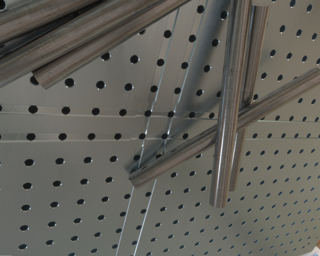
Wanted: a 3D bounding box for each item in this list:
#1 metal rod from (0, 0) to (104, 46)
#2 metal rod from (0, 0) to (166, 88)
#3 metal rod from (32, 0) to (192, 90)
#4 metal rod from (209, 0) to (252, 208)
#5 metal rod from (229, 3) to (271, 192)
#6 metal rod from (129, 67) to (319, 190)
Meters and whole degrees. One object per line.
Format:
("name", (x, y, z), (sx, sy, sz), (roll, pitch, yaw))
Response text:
("metal rod", (-0.061, -0.132, 0.295), (0.301, 0.025, 0.025), (-28, 128, -11))
("metal rod", (-0.059, -0.103, 0.296), (0.301, 0.025, 0.025), (-29, 129, -3))
("metal rod", (0.003, -0.131, 0.326), (0.301, 0.025, 0.025), (-33, 129, -5))
("metal rod", (0.089, -0.036, 0.396), (0.025, 0.025, 0.298), (-5, 108, -26))
("metal rod", (0.122, -0.025, 0.461), (0.025, 0.025, 0.298), (-13, 124, -21))
("metal rod", (0.092, 0.001, 0.435), (0.301, 0.025, 0.025), (-30, 129, 1))
